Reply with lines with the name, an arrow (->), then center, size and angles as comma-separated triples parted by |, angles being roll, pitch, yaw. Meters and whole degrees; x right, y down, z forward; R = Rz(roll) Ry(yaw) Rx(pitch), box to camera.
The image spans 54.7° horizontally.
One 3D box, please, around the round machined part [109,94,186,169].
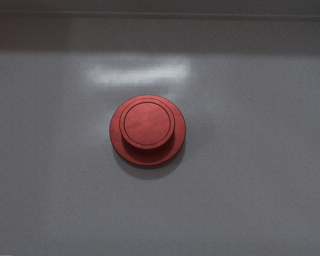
round machined part -> -0.016, 0.001, 0.396 | 0.099, 0.042, 0.098 | 0, 70, -1
